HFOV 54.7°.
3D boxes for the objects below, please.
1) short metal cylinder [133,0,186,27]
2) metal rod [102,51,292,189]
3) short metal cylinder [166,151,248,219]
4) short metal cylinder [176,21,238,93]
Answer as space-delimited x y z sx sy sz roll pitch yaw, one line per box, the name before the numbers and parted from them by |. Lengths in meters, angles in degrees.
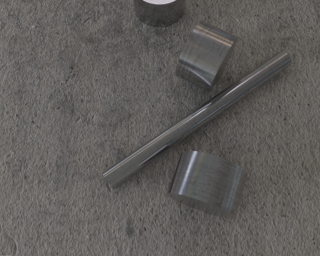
short metal cylinder | -0.001 -0.201 0.469 0.081 0.050 0.080 0 70 0
metal rod | 0.057 -0.017 0.414 0.301 0.025 0.025 -34 74 -12
short metal cylinder | 0.054 0.066 0.355 0.080 0.080 0.050 19 71 7
short metal cylinder | 0.062 -0.094 0.414 0.050 0.080 0.080 28 73 10
